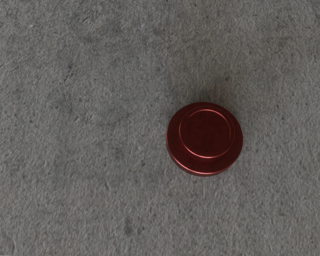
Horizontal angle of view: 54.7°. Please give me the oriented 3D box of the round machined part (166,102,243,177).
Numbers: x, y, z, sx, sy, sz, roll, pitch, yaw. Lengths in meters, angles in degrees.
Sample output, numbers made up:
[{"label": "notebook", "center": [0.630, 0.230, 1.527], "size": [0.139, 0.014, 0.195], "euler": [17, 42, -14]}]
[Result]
[{"label": "round machined part", "center": [0.058, 0.010, 0.396], "size": [0.099, 0.042, 0.098], "euler": [0, 70, -1]}]
